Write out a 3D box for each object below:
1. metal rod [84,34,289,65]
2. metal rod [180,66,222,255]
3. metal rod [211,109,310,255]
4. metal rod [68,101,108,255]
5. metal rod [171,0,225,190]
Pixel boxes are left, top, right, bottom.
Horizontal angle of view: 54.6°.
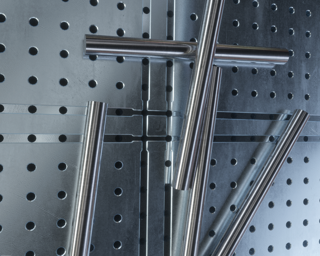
[{"bbox_3d":[0.050,-0.107,0.430,0.302,0.025,0.025,-2,91,-20],"label":"metal rod"},{"bbox_3d":[0.055,0.063,0.432,0.025,0.025,0.299,9,87,-20],"label":"metal rod"},{"bbox_3d":[0.145,0.099,0.465,0.025,0.025,0.300,37,78,-16],"label":"metal rod"},{"bbox_3d":[-0.094,0.117,0.377,0.025,0.025,0.299,8,87,-20],"label":"metal rod"},{"bbox_3d":[0.054,-0.065,0.410,0.025,0.025,0.298,8,95,-20],"label":"metal rod"}]
